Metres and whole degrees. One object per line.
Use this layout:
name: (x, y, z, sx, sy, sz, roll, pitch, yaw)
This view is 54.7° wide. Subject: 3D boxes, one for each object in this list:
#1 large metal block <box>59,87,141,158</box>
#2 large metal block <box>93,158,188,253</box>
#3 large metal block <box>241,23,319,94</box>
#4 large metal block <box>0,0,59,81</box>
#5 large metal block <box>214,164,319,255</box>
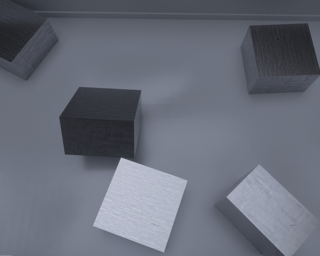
large metal block: (-0.067, -0.009, 0.378, 0.080, 0.050, 0.080, 3, 31, 1)
large metal block: (-0.020, 0.090, 0.363, 0.080, 0.050, 0.080, 18, 71, 6)
large metal block: (0.164, -0.096, 0.432, 0.081, 0.050, 0.080, -3, 70, -1)
large metal block: (-0.209, -0.127, 0.441, 0.080, 0.050, 0.080, 27, 72, 9)
large metal block: (0.113, 0.095, 0.346, 0.050, 0.080, 0.080, -41, 75, -13)
